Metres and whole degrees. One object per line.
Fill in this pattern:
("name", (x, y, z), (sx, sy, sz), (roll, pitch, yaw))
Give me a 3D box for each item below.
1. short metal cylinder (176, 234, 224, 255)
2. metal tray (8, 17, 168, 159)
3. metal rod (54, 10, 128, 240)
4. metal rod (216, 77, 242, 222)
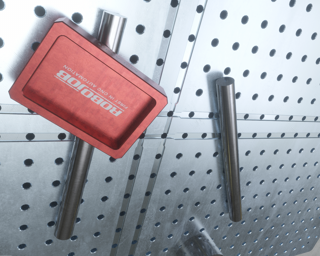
("short metal cylinder", (0.078, 0.251, 0.593), (0.081, 0.050, 0.079), (-14, 124, -21))
("metal tray", (-0.069, -0.036, 0.317), (0.130, 0.030, 0.090), (34, 106, -22))
("metal rod", (-0.089, 0.015, 0.371), (0.025, 0.025, 0.298), (5, 116, -31))
("metal rod", (0.117, 0.053, 0.508), (0.025, 0.025, 0.298), (-24, 127, -14))
